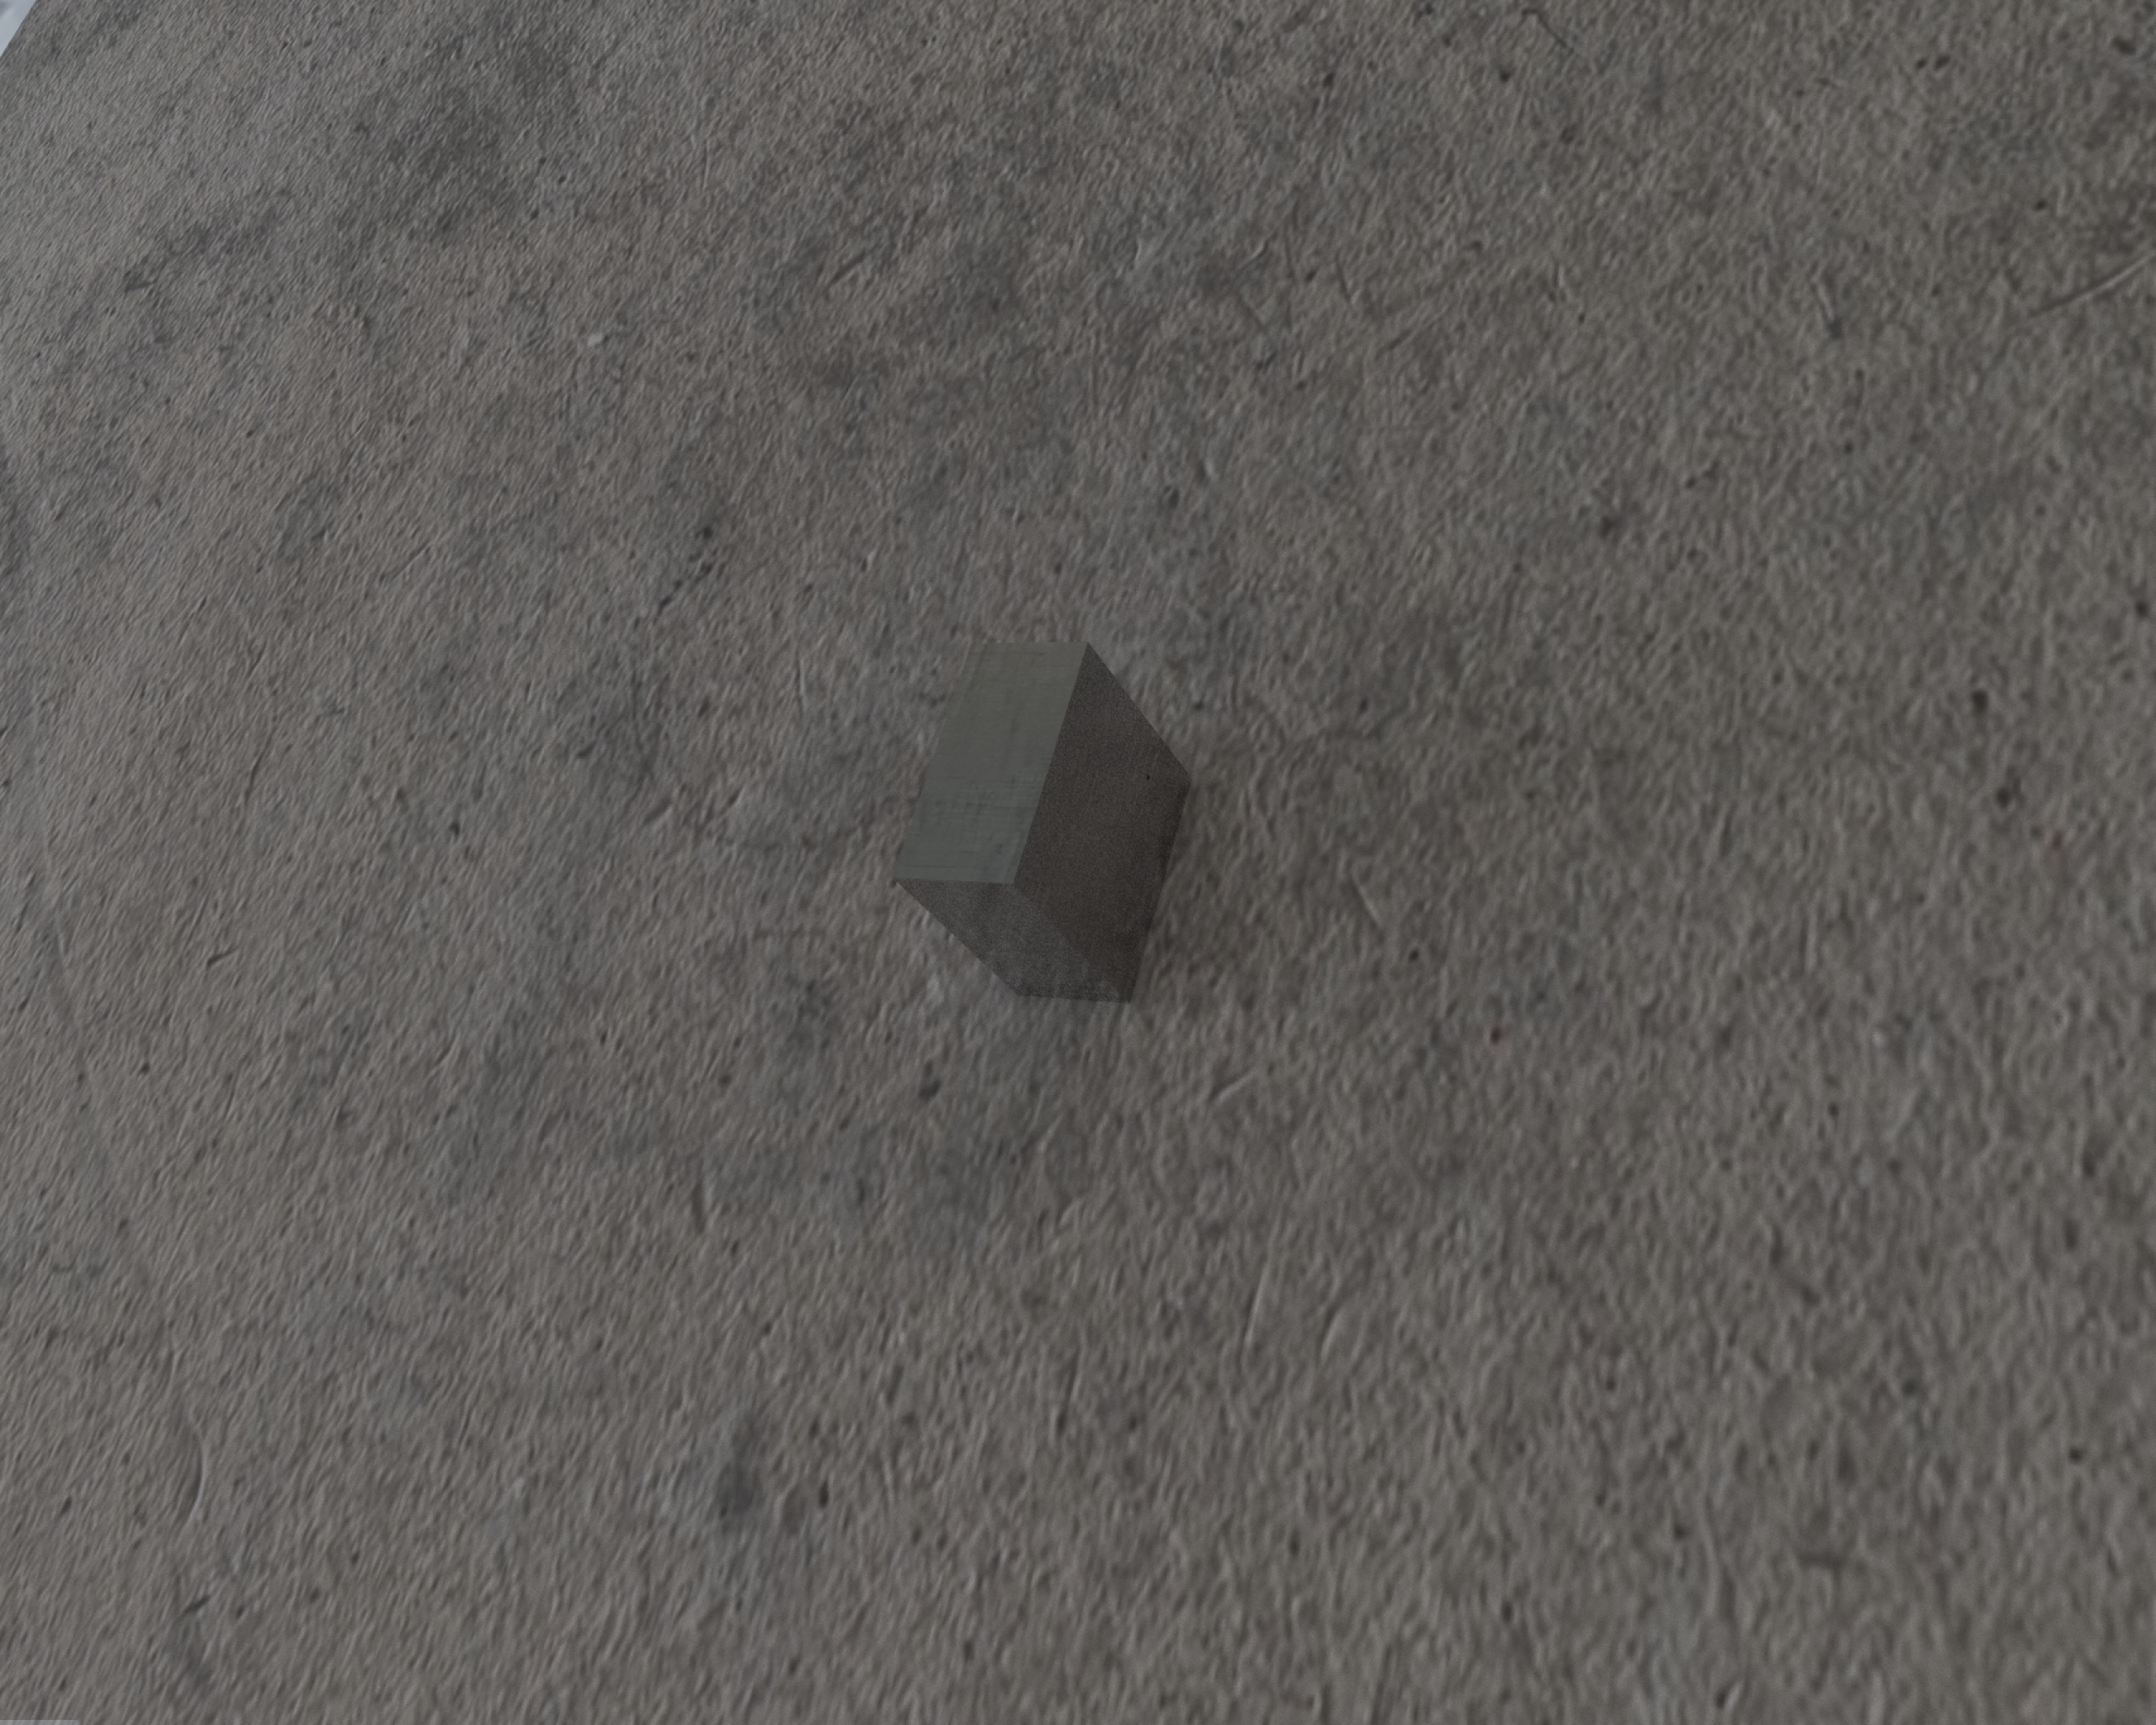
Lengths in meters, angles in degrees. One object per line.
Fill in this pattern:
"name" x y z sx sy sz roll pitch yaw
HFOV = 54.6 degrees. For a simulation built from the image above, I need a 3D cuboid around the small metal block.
"small metal block" -0.005 -0.007 0.396 0.025 0.050 0.050 2 63 29
